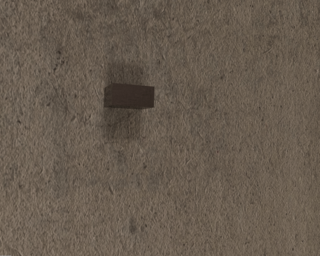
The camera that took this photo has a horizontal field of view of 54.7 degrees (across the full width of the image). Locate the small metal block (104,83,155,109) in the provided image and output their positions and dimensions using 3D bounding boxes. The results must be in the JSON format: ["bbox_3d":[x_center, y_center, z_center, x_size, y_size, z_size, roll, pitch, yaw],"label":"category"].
[{"bbox_3d":[-0.039,-0.038,0.382,0.050,0.050,0.025,2,90,-20],"label":"small metal block"}]
